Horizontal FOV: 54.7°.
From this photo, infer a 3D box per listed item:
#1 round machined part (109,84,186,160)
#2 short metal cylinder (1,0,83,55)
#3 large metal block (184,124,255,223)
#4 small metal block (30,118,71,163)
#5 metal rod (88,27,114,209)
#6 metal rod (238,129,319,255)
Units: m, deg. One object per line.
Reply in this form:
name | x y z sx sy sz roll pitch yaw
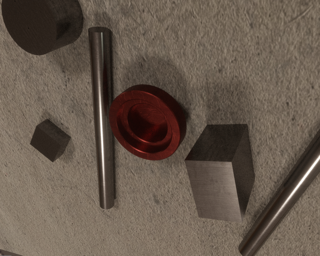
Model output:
round machined part | -0.012 -0.011 0.394 0.098 0.042 0.097 13 124 20
short metal cylinder | -0.143 -0.136 0.380 0.080 0.050 0.079 13 124 20
large metal block | 0.074 0.049 0.362 0.050 0.080 0.080 -1 118 28
small metal block | -0.182 0.021 0.513 0.050 0.025 0.050 39 129 1
metal rod | -0.082 0.006 0.452 0.025 0.025 0.298 17 125 18
metal rod | 0.160 0.063 0.361 0.025 0.025 0.298 25 127 12
